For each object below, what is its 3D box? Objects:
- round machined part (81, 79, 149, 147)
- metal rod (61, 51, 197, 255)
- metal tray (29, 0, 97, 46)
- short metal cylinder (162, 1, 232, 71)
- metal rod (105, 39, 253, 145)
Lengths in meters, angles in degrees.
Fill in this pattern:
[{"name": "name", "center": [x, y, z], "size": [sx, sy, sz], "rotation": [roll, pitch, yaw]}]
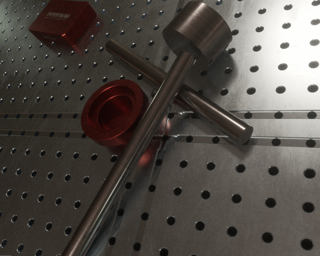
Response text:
[{"name": "round machined part", "center": [-0.058, -0.017, 0.437], "size": [0.098, 0.042, 0.098], "rotation": [-13, 56, 20]}, {"name": "metal rod", "center": [-0.037, 0.035, 0.385], "size": [0.025, 0.025, 0.299], "rotation": [24, 80, 36]}, {"name": "metal tray", "center": [-0.205, -0.222, 0.646], "size": [0.130, 0.030, 0.090], "rotation": [19, 72, 35]}, {"name": "short metal cylinder", "center": [0.050, -0.123, 0.421], "size": [0.080, 0.080, 0.050], "rotation": [35, 82, 38]}, {"name": "metal rod", "center": [0.007, -0.067, 0.444], "size": [0.025, 0.025, 0.300], "rotation": [-47, 52, -4]}]
